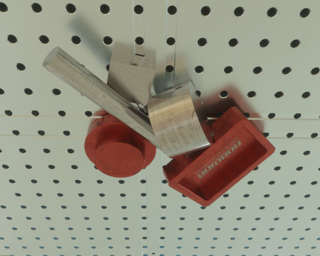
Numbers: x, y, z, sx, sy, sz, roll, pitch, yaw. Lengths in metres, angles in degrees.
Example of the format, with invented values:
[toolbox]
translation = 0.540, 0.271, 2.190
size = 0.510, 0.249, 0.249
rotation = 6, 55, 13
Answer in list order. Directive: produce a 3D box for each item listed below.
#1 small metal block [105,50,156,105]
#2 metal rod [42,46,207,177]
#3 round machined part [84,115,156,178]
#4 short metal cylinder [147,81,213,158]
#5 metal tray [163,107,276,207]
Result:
[small metal block]
translation = -0.035, -0.058, 0.362
size = 0.050, 0.025, 0.050
rotation = 10, 129, -9
[metal rod]
translation = -0.012, 0.004, 0.393
size = 0.025, 0.025, 0.301
rotation = -32, 131, 24
[round machined part]
translation = -0.054, 0.031, 0.425
size = 0.099, 0.042, 0.097
rotation = -1, 130, 0
[short metal cylinder]
translation = 0.026, -0.009, 0.368
size = 0.050, 0.080, 0.080
rotation = -20, 128, 15
[metal tray]
translation = 0.080, 0.043, 0.419
size = 0.130, 0.030, 0.090
rotation = -43, 127, 12
